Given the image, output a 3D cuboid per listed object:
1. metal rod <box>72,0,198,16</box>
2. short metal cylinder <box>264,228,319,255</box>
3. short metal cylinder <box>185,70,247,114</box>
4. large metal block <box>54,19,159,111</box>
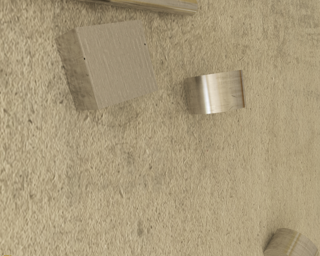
[{"bbox_3d":[-0.071,-0.152,0.344,0.302,0.025,0.025,-10,97,-39],"label":"metal rod"},{"bbox_3d":[0.242,0.232,0.572,0.050,0.080,0.080,-44,117,-31],"label":"short metal cylinder"},{"bbox_3d":[0.077,-0.050,0.433,0.081,0.080,0.050,-15,100,-39],"label":"short metal cylinder"},{"bbox_3d":[-0.057,-0.069,0.341,0.081,0.050,0.080,-23,105,-38],"label":"large metal block"}]
